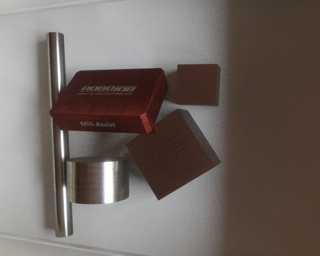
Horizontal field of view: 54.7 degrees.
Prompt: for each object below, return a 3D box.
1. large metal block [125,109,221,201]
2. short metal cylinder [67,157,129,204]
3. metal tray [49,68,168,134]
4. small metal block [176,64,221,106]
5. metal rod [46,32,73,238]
[{"bbox_3d":[0.018,0.032,0.390,0.080,0.050,0.080,-34,79,16],"label":"large metal block"},{"bbox_3d":[-0.081,0.066,0.409,0.080,0.080,0.050,0,90,19],"label":"short metal cylinder"},{"bbox_3d":[-0.064,-0.037,0.400,0.130,0.030,0.090,2,47,19],"label":"metal tray"},{"bbox_3d":[0.049,-0.054,0.393,0.050,0.025,0.050,3,91,19],"label":"small metal block"},{"bbox_3d":[-0.149,0.009,0.461,0.025,0.025,0.298,-3,89,19],"label":"metal rod"}]
